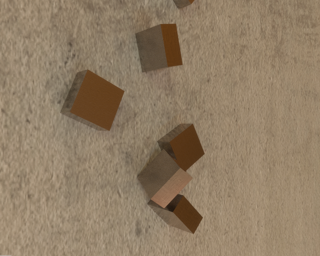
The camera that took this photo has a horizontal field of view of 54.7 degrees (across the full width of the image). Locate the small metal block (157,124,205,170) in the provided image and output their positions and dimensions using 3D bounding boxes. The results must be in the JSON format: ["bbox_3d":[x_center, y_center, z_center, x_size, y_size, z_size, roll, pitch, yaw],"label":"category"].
[{"bbox_3d":[0.030,0.028,0.432,0.050,0.025,0.050,-36,113,-34],"label":"small metal block"}]

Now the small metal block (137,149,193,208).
[{"bbox_3d":[0.005,0.061,0.383,0.050,0.050,0.025,-47,122,1],"label":"small metal block"}]

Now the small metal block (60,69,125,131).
[{"bbox_3d":[-0.074,-0.029,0.344,0.050,0.025,0.050,29,72,-37],"label":"small metal block"}]

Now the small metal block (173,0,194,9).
[{"bbox_3d":[0.034,-0.206,0.435,0.050,0.025,0.050,50,61,-29],"label":"small metal block"}]

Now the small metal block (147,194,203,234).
[{"bbox_3d":[0.020,0.109,0.407,0.050,0.050,0.025,52,60,-28],"label":"small metal block"}]

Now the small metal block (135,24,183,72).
[{"bbox_3d":[-0.002,-0.099,0.389,0.025,0.050,0.050,-17,101,-39],"label":"small metal block"}]
